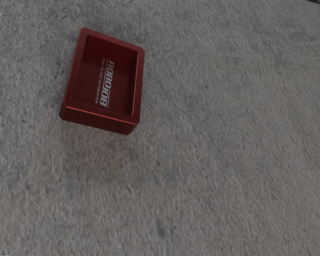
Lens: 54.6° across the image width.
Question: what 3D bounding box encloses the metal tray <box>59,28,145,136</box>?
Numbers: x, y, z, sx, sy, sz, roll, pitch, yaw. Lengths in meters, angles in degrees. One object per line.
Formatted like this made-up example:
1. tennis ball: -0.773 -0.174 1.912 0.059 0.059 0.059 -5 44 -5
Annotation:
1. metal tray: -0.070 -0.062 0.399 0.091 0.030 0.130 15 56 -20
